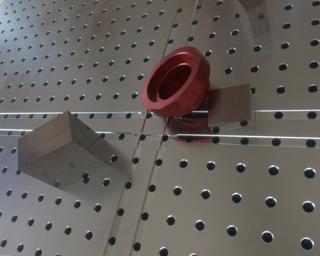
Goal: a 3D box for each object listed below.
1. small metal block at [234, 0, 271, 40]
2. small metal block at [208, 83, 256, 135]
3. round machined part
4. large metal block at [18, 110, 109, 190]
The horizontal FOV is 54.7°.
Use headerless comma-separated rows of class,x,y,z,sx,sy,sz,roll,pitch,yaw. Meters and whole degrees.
small metal block,0.126,-0.159,0.423,0.025,0.050,0.050,-26,53,12
small metal block,0.087,-0.022,0.376,0.050,0.025,0.050,-8,58,23
round machined part,0.025,-0.055,0.404,0.098,0.042,0.098,-29,41,30
large metal block,-0.129,0.033,0.418,0.080,0.080,0.050,-28,52,10
